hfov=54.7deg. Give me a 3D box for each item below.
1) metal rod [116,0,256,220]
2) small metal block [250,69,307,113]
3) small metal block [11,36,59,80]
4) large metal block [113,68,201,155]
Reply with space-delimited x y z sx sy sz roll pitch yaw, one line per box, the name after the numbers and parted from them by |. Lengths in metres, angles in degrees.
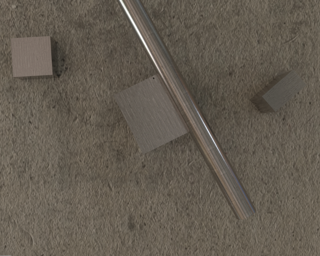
0.028 -0.031 0.360 0.025 0.025 0.299 -29 90 0 | metal rod
0.150 -0.045 0.400 0.050 0.050 0.025 -41 90 0 | small metal block
-0.164 -0.091 0.408 0.050 0.025 0.050 -4 90 -1 | small metal block
-0.002 -0.022 0.397 0.080 0.050 0.080 -26 90 -1 | large metal block
